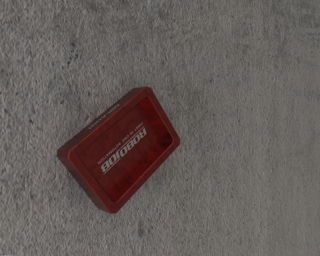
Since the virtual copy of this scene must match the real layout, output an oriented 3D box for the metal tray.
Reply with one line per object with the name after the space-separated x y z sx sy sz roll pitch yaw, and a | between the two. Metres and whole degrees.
-0.041 0.022 0.365 0.131 0.030 0.090 -45 117 -31 | metal tray
